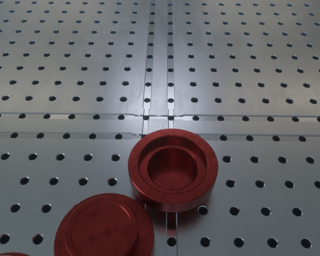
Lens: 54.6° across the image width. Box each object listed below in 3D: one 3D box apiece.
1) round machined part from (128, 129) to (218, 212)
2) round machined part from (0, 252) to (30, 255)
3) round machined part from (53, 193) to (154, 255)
[{"bbox_3d":[0.014,0.051,0.354,0.099,0.042,0.098,0,50,0],"label":"round machined part"},{"bbox_3d":[-0.141,0.156,0.265,0.099,0.042,0.098,0,50,0],"label":"round machined part"},{"bbox_3d":[-0.055,0.108,0.306,0.099,0.042,0.098,0,50,0],"label":"round machined part"}]
